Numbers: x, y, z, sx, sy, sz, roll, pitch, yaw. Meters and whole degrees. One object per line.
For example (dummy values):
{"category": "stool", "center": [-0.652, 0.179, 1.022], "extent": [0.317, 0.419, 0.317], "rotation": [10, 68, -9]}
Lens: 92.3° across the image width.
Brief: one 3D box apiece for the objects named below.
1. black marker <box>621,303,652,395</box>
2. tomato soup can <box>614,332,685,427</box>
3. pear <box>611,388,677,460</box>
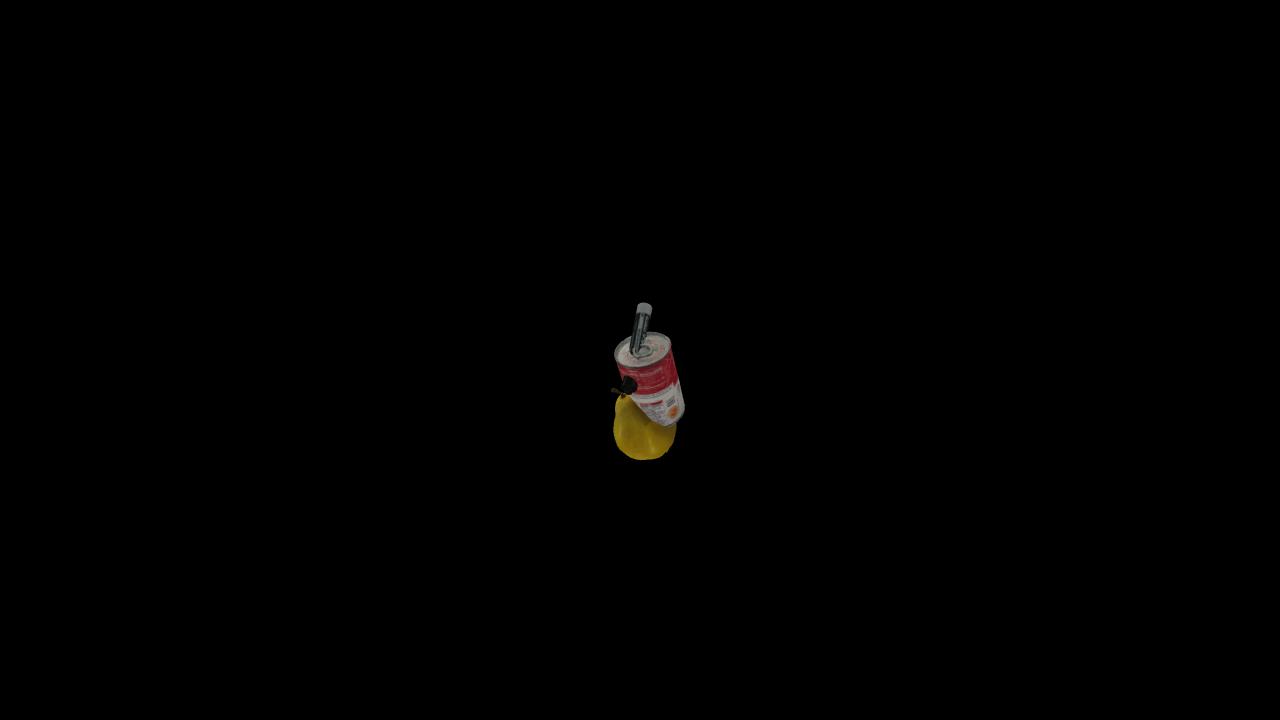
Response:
{"category": "black marker", "center": [-0.004, -0.014, 0.724], "extent": [0.020, 0.121, 0.020], "rotation": [8, -30, 5]}
{"category": "tomato soup can", "center": [0.014, 0.026, 0.734], "extent": [0.068, 0.101, 0.068], "rotation": [-10, 36, 8]}
{"category": "pear", "center": [0.000, 0.068, 0.750], "extent": [0.080, 0.111, 0.080], "rotation": [-11, 38, 9]}
